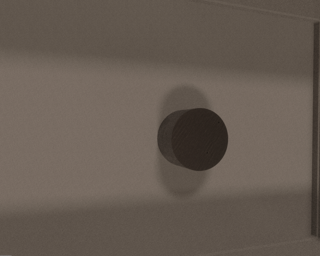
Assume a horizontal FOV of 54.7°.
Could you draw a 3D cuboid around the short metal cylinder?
[{"bbox_3d":[0.043,0.014,0.414,0.081,0.050,0.079,0,90,-21],"label":"short metal cylinder"}]
